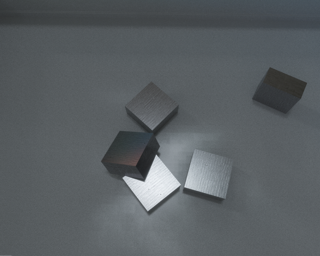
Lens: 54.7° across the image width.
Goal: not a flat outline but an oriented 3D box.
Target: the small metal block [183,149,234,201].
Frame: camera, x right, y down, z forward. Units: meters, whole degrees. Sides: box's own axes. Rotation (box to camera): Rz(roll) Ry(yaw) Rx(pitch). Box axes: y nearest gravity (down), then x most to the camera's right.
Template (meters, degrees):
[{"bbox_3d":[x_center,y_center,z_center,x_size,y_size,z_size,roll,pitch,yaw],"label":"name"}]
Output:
[{"bbox_3d":[0.060,0.059,0.388,0.050,0.025,0.050,15,71,5],"label":"small metal block"}]

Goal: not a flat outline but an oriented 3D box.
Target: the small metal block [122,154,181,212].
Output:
[{"bbox_3d":[-0.010,0.068,0.384,0.050,0.025,0.050,-37,74,-12],"label":"small metal block"}]

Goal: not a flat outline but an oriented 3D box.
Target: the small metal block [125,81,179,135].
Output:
[{"bbox_3d":[-0.011,-0.026,0.419,0.050,0.025,0.050,42,75,13],"label":"small metal block"}]

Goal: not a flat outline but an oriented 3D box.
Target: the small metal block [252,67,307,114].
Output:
[{"bbox_3d":[0.158,-0.049,0.415,0.050,0.050,0.025,26,72,9],"label":"small metal block"}]

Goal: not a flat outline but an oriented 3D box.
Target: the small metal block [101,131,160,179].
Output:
[{"bbox_3d":[-0.035,0.031,0.380,0.050,0.025,0.050,3,48,30],"label":"small metal block"}]
